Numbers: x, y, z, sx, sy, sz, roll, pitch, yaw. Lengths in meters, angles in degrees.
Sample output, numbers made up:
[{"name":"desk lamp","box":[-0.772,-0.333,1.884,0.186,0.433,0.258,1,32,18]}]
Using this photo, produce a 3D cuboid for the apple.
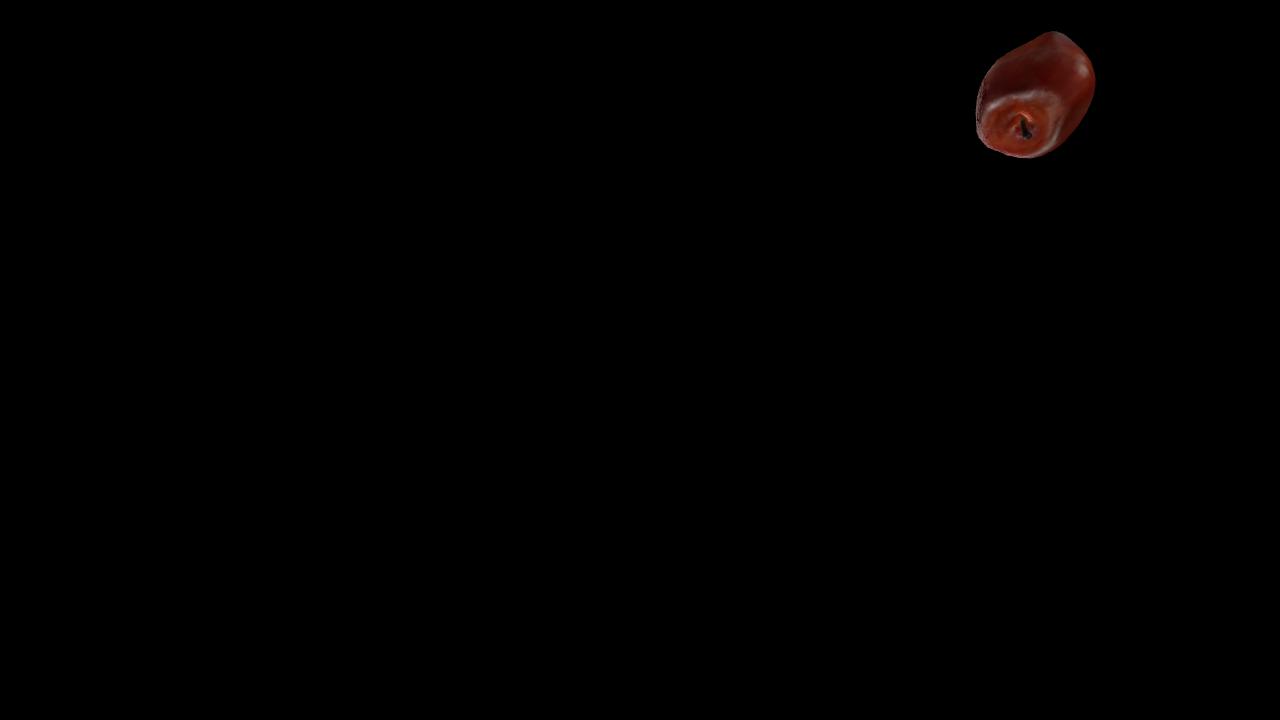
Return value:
[{"name":"apple","box":[0.296,-0.197,0.461,0.079,0.093,0.079,25,-24,12]}]
